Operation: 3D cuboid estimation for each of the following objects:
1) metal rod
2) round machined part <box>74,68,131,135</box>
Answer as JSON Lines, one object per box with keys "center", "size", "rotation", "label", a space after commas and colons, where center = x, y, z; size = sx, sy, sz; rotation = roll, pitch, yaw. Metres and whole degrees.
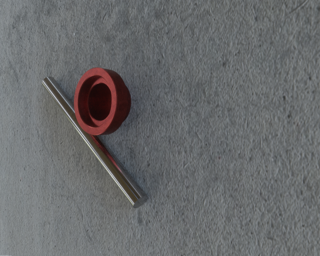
{"center": [-0.117, 0.008, 0.501], "size": [0.300, 0.025, 0.025], "rotation": [46, 117, 30], "label": "metal rod"}
{"center": [-0.081, -0.038, 0.461], "size": [0.098, 0.042, 0.097], "rotation": [0, 90, 40], "label": "round machined part"}
